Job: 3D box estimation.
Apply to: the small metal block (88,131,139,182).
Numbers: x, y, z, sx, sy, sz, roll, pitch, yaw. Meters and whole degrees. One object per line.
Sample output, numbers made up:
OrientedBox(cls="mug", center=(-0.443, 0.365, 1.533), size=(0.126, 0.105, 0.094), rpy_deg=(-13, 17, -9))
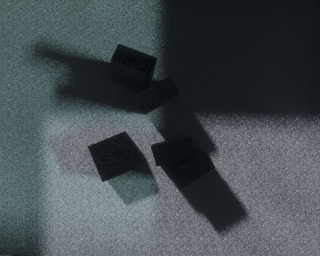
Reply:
OrientedBox(cls="small metal block", center=(-0.060, 0.037, 0.411), size=(0.050, 0.025, 0.050), rpy_deg=(-22, 90, -1))

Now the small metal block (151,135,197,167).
OrientedBox(cls="small metal block", center=(0.017, 0.028, 0.399), size=(0.050, 0.050, 0.025), rpy_deg=(-16, 90, 0))

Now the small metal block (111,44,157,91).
OrientedBox(cls="small metal block", center=(-0.034, -0.075, 0.396), size=(0.050, 0.050, 0.025), rpy_deg=(20, 69, 0))

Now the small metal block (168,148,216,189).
OrientedBox(cls="small metal block", center=(0.039, 0.050, 0.400), size=(0.050, 0.050, 0.025), rpy_deg=(-32, 91, 0))

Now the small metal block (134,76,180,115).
OrientedBox(cls="small metal block", center=(-0.004, -0.041, 0.399), size=(0.050, 0.050, 0.025), rpy_deg=(-28, 91, 0))
